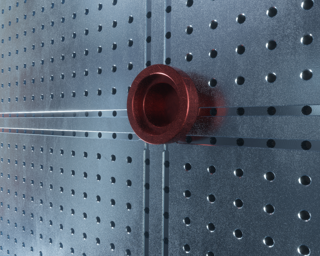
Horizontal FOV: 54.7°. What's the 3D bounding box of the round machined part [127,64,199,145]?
[{"bbox_3d":[0.008,-0.029,0.390,0.098,0.042,0.097,0,90,39],"label":"round machined part"}]
